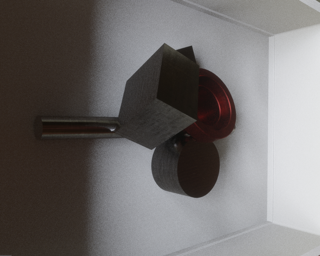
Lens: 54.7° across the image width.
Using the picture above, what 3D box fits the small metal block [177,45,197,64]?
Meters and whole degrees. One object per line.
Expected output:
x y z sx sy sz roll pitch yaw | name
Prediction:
0.025 -0.082 0.428 0.050 0.025 0.050 -27 107 -37 | small metal block

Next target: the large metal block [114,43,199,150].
-0.002 -0.033 0.350 0.050 0.080 0.080 27 50 -26 | large metal block

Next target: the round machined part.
0.054 -0.027 0.416 0.099 0.042 0.098 16 63 -34 | round machined part

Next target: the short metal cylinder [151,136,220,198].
0.035 0.050 0.419 0.081 0.050 0.079 0 90 -40 | short metal cylinder

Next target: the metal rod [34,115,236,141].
-0.004 -0.001 0.401 0.302 0.025 0.025 0 90 -40 | metal rod
